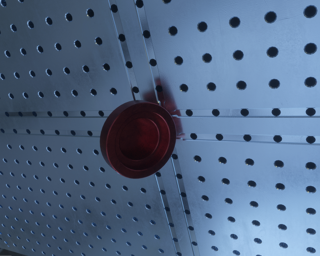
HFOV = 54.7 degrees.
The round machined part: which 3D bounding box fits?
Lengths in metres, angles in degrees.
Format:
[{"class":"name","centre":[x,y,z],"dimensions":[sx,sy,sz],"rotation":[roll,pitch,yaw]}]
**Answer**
[{"class":"round machined part","centre":[-0.031,0.012,0.398],"dimensions":[0.042,0.099,0.097],"rotation":[22,134,55]}]
